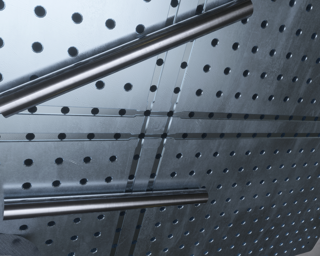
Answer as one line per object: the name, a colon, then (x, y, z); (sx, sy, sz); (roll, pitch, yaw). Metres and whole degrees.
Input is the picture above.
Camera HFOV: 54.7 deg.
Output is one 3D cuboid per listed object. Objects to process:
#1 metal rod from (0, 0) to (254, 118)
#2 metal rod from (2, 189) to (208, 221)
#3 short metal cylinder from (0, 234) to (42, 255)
metal rod: (-0.027, -0.084, 0.343); (0.302, 0.025, 0.025); (-25, 128, -13)
metal rod: (-0.057, 0.106, 0.445); (0.302, 0.025, 0.025); (4, 117, -30)
short metal cylinder: (-0.194, 0.179, 0.380); (0.080, 0.080, 0.050); (20, 108, -36)
